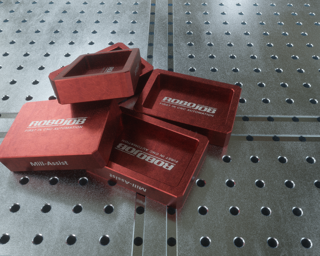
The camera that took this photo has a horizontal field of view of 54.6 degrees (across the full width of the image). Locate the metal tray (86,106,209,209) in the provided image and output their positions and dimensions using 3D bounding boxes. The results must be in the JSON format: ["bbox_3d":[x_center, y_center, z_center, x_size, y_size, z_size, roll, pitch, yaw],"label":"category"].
[{"bbox_3d":[-0.017,0.031,0.377,0.130,0.030,0.090,20,53,16],"label":"metal tray"}]

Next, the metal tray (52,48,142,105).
[{"bbox_3d":[-0.075,-0.073,0.410,0.090,0.030,0.130,-6,26,5],"label":"metal tray"}]

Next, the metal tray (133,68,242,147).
[{"bbox_3d":[0.039,-0.032,0.430,0.130,0.030,0.090,14,52,11],"label":"metal tray"}]

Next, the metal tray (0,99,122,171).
[{"bbox_3d":[-0.120,0.005,0.377,0.130,0.030,0.090,-4,49,15],"label":"metal tray"}]

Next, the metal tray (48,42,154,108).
[{"bbox_3d":[-0.085,-0.074,0.465,0.131,0.030,0.090,-32,56,-24],"label":"metal tray"}]
